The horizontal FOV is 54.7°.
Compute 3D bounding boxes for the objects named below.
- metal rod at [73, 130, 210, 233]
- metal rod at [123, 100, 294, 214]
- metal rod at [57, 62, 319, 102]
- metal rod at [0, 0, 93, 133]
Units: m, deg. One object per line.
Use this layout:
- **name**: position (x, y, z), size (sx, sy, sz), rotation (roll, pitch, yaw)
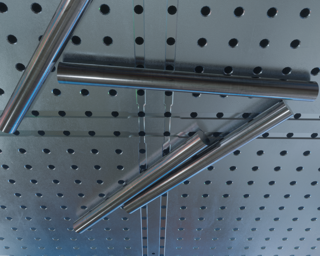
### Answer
- **metal rod**: position (-0.043, 0.096, 0.493), size (0.025, 0.025, 0.299), rotation (36, 121, -27)
- **metal rod**: position (0.054, 0.054, 0.458), size (0.299, 0.025, 0.025), rotation (-36, 122, 26)
- **metal rod**: position (0.036, -0.054, 0.366), size (0.302, 0.025, 0.025), rotation (4, 130, -4)
- **metal rod**: position (-0.111, -0.095, 0.329), size (0.025, 0.025, 0.299), rotation (29, 124, -23)
